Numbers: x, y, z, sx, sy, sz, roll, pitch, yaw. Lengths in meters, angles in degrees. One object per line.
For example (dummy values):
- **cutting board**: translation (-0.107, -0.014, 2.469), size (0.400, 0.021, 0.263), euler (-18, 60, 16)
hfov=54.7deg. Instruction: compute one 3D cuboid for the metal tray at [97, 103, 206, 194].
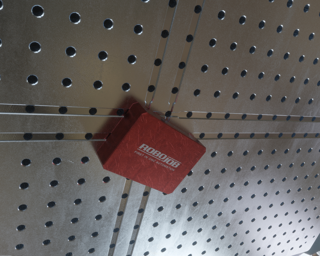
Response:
- **metal tray**: translation (-0.008, 0.033, 0.426), size (0.131, 0.030, 0.090), euler (30, 101, -38)
